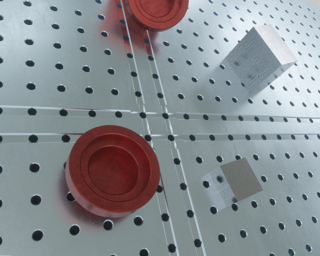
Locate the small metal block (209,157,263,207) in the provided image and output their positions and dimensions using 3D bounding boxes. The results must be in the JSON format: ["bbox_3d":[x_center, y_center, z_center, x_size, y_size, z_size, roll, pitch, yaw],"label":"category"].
[{"bbox_3d":[0.103,0.072,0.419,0.050,0.025,0.050,-12,68,-33],"label":"small metal block"}]

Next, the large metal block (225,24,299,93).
[{"bbox_3d":[0.174,-0.120,0.540,0.050,0.080,0.080,-19,72,-35],"label":"large metal block"}]

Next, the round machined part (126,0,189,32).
[{"bbox_3d":[-0.007,-0.204,0.498,0.099,0.042,0.097,-1,96,-14],"label":"round machined part"}]

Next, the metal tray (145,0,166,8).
[{"bbox_3d":[-0.007,-0.274,0.502,0.090,0.129,0.030,23,46,-15],"label":"metal tray"}]

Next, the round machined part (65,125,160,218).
[{"bbox_3d":[-0.053,0.049,0.339,0.099,0.042,0.098,14,56,-21],"label":"round machined part"}]
